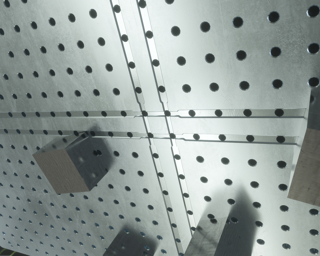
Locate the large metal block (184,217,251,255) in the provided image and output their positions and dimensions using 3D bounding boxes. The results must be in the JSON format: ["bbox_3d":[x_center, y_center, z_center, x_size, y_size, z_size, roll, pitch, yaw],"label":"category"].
[{"bbox_3d":[0.084,0.190,0.449,0.050,0.080,0.080,-21,107,36],"label":"large metal block"}]

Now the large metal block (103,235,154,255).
[{"bbox_3d":[-0.066,0.266,0.595,0.080,0.050,0.079,24,127,13],"label":"large metal block"}]

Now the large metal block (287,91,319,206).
[{"bbox_3d":[0.163,0.020,0.302,0.050,0.080,0.080,13,124,21],"label":"large metal block"}]

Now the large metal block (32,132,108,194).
[{"bbox_3d":[-0.147,0.059,0.510,0.080,0.050,0.080,-12,113,33],"label":"large metal block"}]
